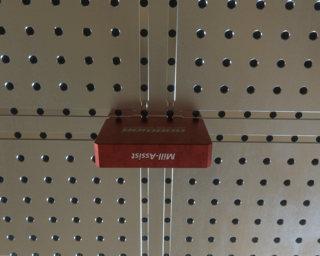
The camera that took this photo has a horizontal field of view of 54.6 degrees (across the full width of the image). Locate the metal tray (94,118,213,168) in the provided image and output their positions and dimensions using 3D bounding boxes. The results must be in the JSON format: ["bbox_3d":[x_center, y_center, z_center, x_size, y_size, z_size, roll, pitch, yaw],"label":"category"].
[{"bbox_3d":[-0.007,0.016,0.384,0.131,0.090,0.030,0,110,0],"label":"metal tray"}]
